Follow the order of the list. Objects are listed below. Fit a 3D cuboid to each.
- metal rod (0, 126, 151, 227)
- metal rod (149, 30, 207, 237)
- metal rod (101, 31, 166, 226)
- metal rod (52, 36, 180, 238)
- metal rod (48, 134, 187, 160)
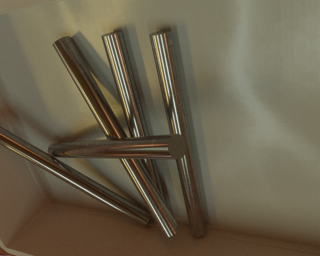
[{"bbox_3d":[-0.150,0.076,0.505,0.301,0.025,0.025,31,129,-3],"label":"metal rod"},{"bbox_3d":[0.030,0.025,0.407,0.025,0.025,0.298,2,119,27],"label":"metal rod"},{"bbox_3d":[-0.026,0.019,0.432,0.025,0.025,0.298,1,119,27],"label":"metal rod"},{"bbox_3d":[-0.056,0.016,0.420,0.025,0.025,0.299,-25,97,36],"label":"metal rod"},{"bbox_3d":[-0.080,0.028,0.412,0.299,0.025,0.025,-6,117,49],"label":"metal rod"}]
